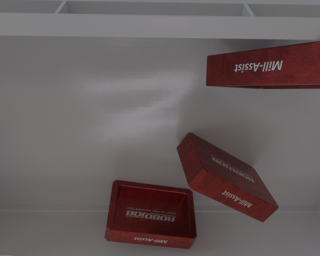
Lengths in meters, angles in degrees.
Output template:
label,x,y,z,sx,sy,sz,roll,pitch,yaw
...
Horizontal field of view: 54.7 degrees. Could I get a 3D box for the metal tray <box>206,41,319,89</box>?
label,x,y,z,sx,sy,sz,roll,pitch,yaw
metal tray,0.118,-0.053,0.285,0.091,0.130,0.030,-3,97,-35

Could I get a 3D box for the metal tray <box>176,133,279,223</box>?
label,x,y,z,sx,sy,sz,roll,pitch,yaw
metal tray,0.089,0.066,0.419,0.131,0.090,0.030,28,112,-22

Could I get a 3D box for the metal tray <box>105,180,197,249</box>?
label,x,y,z,sx,sy,sz,roll,pitch,yaw
metal tray,-0.013,0.132,0.478,0.131,0.090,0.030,9,130,-8
